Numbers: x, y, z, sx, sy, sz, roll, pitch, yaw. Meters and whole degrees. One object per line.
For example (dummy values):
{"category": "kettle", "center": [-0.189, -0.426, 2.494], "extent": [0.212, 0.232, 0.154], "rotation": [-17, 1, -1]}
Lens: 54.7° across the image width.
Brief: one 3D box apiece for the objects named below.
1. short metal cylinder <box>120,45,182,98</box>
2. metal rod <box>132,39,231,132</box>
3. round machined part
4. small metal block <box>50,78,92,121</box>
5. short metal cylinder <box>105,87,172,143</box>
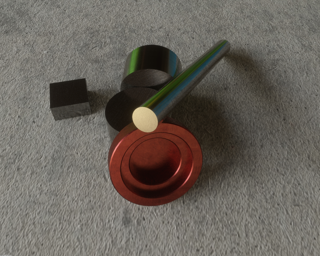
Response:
{"category": "short metal cylinder", "center": [-0.011, -0.065, 0.422], "extent": [0.080, 0.080, 0.050], "rotation": [2, 50, 2]}
{"category": "metal rod", "center": [0.046, -0.072, 0.398], "extent": [0.025, 0.025, 0.301], "rotation": [20, 32, 16]}
{"category": "round machined part", "center": [-0.007, 0.032, 0.337], "extent": [0.099, 0.097, 0.042], "rotation": [-12, 24, -10]}
{"category": "small metal block", "center": [-0.126, -0.041, 0.437], "extent": [0.050, 0.025, 0.050], "rotation": [-10, 51, -9]}
{"category": "short metal cylinder", "center": [-0.026, -0.006, 0.392], "extent": [0.081, 0.050, 0.080], "rotation": [0, 50, 0]}
